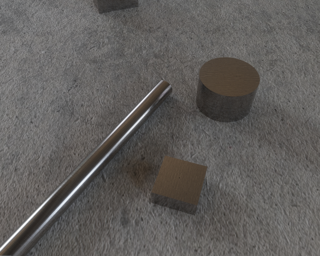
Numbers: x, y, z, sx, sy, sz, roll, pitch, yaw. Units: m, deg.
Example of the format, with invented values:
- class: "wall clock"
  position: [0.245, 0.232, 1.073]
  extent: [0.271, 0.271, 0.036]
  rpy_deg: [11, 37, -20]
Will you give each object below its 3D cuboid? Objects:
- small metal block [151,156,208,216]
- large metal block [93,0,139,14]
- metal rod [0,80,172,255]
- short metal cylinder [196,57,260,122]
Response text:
- class: "small metal block"
  position: [0.022, 0.064, 0.350]
  extent: [0.050, 0.025, 0.050]
  rpy_deg: [14, 51, 11]
- class: "large metal block"
  position: [-0.095, -0.279, 0.620]
  extent: [0.081, 0.050, 0.080]
  rpy_deg: [-16, 52, -13]
- class: "metal rod"
  position: [-0.074, 0.037, 0.370]
  extent: [0.025, 0.025, 0.301]
  rpy_deg: [26, 54, 20]
- class: "short metal cylinder"
  position: [0.093, -0.054, 0.434]
  extent: [0.081, 0.050, 0.080]
  rpy_deg: [0, 50, 0]
